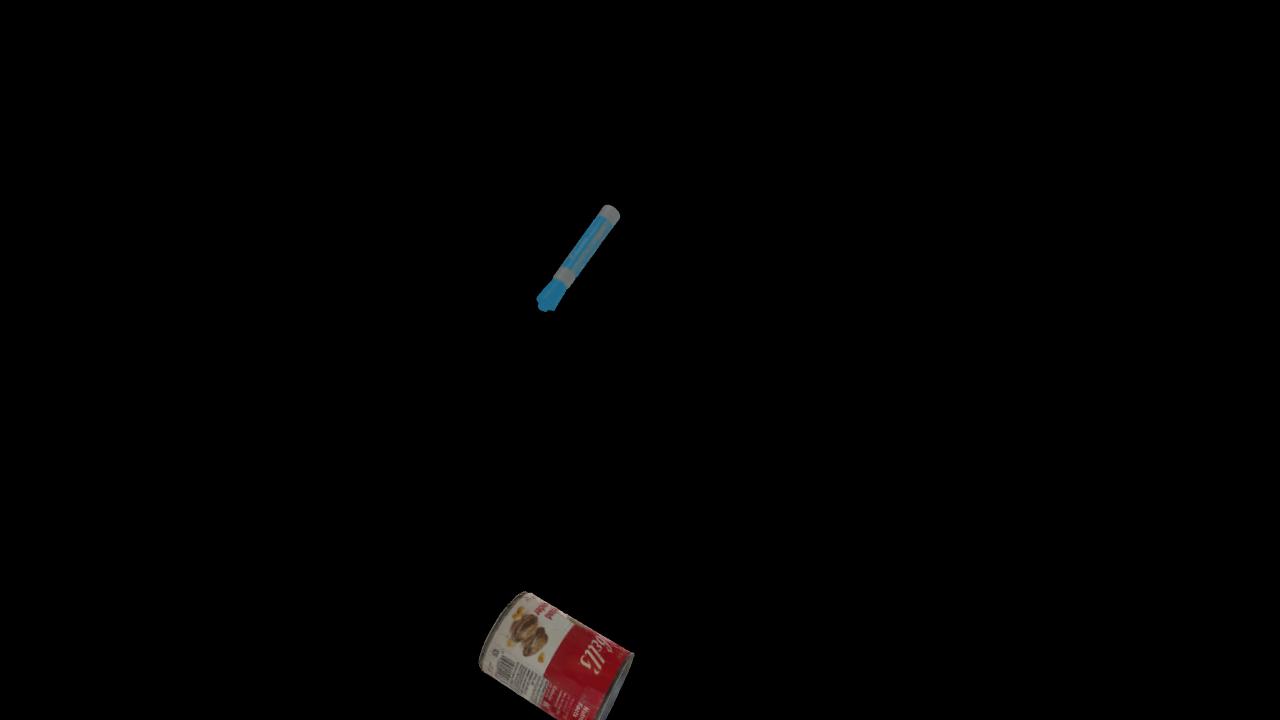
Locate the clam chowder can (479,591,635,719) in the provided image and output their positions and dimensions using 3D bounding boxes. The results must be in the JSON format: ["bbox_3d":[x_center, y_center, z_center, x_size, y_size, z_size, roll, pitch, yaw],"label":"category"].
[{"bbox_3d":[-0.064,0.234,0.477,0.102,0.068,0.068,24,6,15],"label":"clam chowder can"}]

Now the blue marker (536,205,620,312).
[{"bbox_3d":[-0.055,-0.090,0.548,0.020,0.121,0.020,26,-24,13],"label":"blue marker"}]
